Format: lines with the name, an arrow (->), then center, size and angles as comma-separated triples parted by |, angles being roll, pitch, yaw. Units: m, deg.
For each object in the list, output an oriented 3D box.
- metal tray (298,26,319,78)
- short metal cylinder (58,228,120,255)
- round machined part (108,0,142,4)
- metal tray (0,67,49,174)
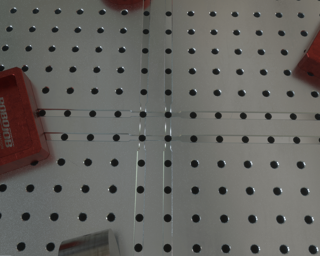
metal tray -> 0.277, -0.125, 0.458 | 0.090, 0.030, 0.130 | 31, 73, 10
short metal cylinder -> -0.069, 0.153, 0.326 | 0.050, 0.080, 0.080 | -14, 71, -5
round machined part -> -0.057, -0.250, 0.494 | 0.099, 0.042, 0.098 | 0, 70, -1
metal tray -> -0.210, -0.009, 0.409 | 0.091, 0.030, 0.130 | -20, 71, -8
